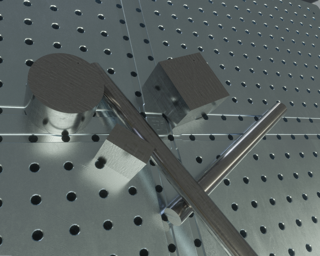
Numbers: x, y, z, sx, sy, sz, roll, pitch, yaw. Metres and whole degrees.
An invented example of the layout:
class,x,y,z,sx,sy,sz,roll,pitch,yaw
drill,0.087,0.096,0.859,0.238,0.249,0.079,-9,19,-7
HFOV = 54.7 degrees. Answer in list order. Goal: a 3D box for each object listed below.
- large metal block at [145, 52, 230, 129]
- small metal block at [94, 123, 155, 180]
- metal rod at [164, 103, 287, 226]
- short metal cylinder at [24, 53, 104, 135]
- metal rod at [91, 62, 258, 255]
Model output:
class,x,y,z,sx,sy,sz,roll,pitch,yaw
large metal block,0.039,-0.056,0.447,0.081,0.050,0.080,-22,74,-36
small metal block,-0.041,0.028,0.353,0.050,0.050,0.025,33,52,-7
metal rod,0.112,0.034,0.447,0.302,0.025,0.025,-35,81,-38
short metal cylinder,-0.111,-0.038,0.356,0.081,0.050,0.080,14,56,-21
metal rod,0.002,0.033,0.365,0.025,0.025,0.300,-27,69,-37
